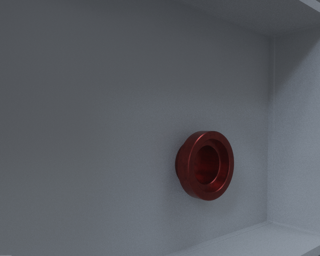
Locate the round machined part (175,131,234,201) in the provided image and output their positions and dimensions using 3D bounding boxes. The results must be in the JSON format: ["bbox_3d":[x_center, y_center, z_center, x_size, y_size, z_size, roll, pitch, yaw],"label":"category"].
[{"bbox_3d":[0.061,0.053,0.449,0.099,0.042,0.097,0,90,-40],"label":"round machined part"}]
